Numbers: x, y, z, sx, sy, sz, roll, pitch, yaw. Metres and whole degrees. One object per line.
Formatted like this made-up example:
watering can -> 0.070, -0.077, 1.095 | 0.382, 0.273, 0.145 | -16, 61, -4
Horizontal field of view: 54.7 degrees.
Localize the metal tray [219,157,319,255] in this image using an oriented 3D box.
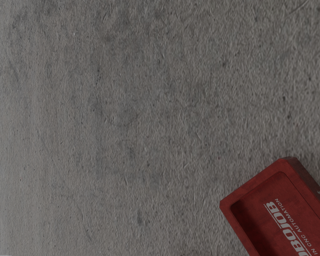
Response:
metal tray -> 0.128, 0.104, 0.295 | 0.090, 0.030, 0.130 | -46, 63, 30
